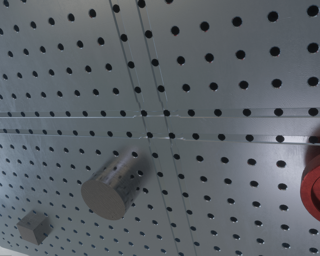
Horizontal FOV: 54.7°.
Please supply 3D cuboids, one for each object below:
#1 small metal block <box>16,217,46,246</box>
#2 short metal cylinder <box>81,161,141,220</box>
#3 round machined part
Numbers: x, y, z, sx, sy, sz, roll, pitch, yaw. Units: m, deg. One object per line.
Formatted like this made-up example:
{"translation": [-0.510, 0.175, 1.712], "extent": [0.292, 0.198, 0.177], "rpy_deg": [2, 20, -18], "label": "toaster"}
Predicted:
{"translation": [-0.297, 0.238, 0.716], "extent": [0.050, 0.025, 0.050], "rpy_deg": [10, 123, 22], "label": "small metal block"}
{"translation": [-0.078, 0.101, 0.499], "extent": [0.080, 0.050, 0.079], "rpy_deg": [13, 124, 21], "label": "short metal cylinder"}
{"translation": [0.204, 0.061, 0.330], "extent": [0.098, 0.042, 0.097], "rpy_deg": [13, 124, 21], "label": "round machined part"}
